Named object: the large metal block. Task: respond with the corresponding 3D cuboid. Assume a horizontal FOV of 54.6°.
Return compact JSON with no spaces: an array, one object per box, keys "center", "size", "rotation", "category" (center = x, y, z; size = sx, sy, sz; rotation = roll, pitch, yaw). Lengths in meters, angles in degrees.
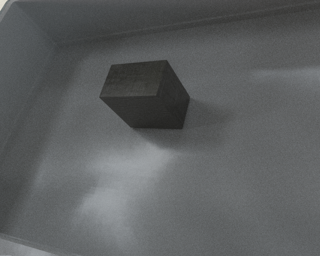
[{"center":[-0.017,-0.040,0.402],"size":[0.080,0.080,0.050],"rotation":[1,63,28],"category":"large metal block"}]
